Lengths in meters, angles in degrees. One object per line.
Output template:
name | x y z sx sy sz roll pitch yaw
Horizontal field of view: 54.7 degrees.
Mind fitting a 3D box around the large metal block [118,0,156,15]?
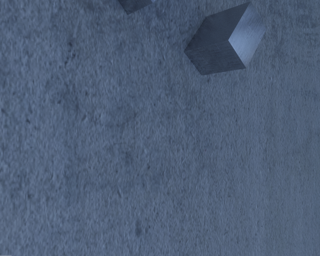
large metal block | -0.023 -0.198 0.370 0.080 0.050 0.080 -52 121 -28

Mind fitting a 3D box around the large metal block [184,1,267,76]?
large metal block | 0.094 -0.127 0.450 0.050 0.080 0.080 46 62 -31
